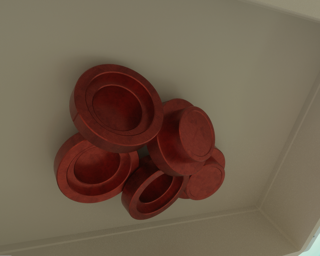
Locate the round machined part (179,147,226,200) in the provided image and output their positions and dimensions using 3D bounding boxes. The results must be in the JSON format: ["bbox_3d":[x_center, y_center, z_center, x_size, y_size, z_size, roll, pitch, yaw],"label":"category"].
[{"bbox_3d":[0.060,0.071,0.474,0.099,0.042,0.097,-14,125,-21],"label":"round machined part"}]

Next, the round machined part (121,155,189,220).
[{"bbox_3d":[-0.011,0.074,0.422,0.099,0.042,0.097,-26,139,-25],"label":"round machined part"}]

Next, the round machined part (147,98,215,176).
[{"bbox_3d":[0.032,0.010,0.385,0.099,0.042,0.098,14,70,-43],"label":"round machined part"}]

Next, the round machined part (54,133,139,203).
[{"bbox_3d":[-0.079,0.040,0.378,0.099,0.042,0.097,-14,125,-21],"label":"round machined part"}]

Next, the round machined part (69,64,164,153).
[{"bbox_3d":[-0.049,-0.017,0.336,0.099,0.098,0.042,2,153,-30],"label":"round machined part"}]
